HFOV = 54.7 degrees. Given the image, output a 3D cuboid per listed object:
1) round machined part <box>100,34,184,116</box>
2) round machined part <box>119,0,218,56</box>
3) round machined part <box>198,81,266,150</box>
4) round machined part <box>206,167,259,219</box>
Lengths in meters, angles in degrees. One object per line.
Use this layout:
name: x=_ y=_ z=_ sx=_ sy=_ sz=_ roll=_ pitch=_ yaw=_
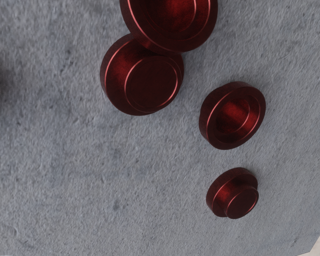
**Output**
round machined part: x=-0.015 y=-0.057 z=0.354 sx=0.099 sy=0.042 sz=0.097 roll=-14 pitch=125 yaw=-21
round machined part: x=0.006 y=-0.121 z=0.309 sx=0.099 sy=0.042 sz=0.097 roll=-1 pitch=93 yaw=-27
round machined part: x=0.096 y=-0.021 z=0.438 sx=0.099 sy=0.042 sz=0.097 roll=-14 pitch=125 yaw=-21
round machined part: x=0.134 y=0.121 z=0.547 sx=0.099 sy=0.042 sz=0.097 roll=-14 pitch=125 yaw=-21
